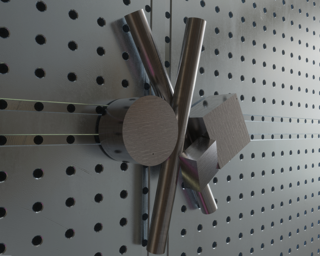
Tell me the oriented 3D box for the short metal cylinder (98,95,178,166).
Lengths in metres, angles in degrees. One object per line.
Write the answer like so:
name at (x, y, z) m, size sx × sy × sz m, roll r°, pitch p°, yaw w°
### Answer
short metal cylinder at (-0.025, 0.003, 0.368) m, size 0.081 × 0.050 × 0.079 m, roll 0°, pitch 90°, yaw -41°

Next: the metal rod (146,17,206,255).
metal rod at (0.020, 0.011, 0.396) m, size 0.025 × 0.025 × 0.298 m, roll 8°, pitch 93°, yaw -40°

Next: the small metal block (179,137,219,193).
small metal block at (0.053, 0.047, 0.408) m, size 0.050 × 0.025 × 0.050 m, roll -39°, pitch 129°, yaw -42°

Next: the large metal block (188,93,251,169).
large metal block at (0.081, 0.003, 0.455) m, size 0.081 × 0.050 × 0.080 m, roll -34°, pitch 111°, yaw -35°

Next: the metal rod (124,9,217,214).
metal rod at (0.021, -0.009, 0.422) m, size 0.025 × 0.025 × 0.299 m, roll -35°, pitch 112°, yaw -34°
